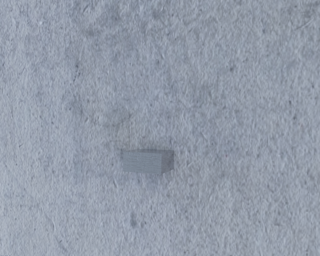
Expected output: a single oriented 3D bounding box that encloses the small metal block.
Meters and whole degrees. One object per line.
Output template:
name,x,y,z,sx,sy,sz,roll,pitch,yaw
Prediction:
small metal block,-0.014,0.042,0.400,0.050,0.050,0.025,2,91,19
